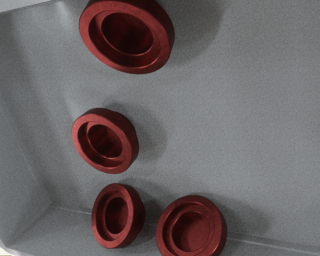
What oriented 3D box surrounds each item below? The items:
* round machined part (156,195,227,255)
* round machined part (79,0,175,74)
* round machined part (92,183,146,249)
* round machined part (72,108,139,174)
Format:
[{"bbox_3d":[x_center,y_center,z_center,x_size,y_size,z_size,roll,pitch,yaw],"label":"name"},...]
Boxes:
[{"bbox_3d":[0.047,0.148,0.434,0.098,0.098,0.042,-5,142,30],"label":"round machined part"},{"bbox_3d":[-0.032,-0.106,0.331,0.098,0.042,0.098,12,149,8],"label":"round machined part"},{"bbox_3d":[-0.062,0.139,0.492,0.098,0.098,0.042,-16,155,38],"label":"round machined part"},{"bbox_3d":[-0.073,0.014,0.443,0.098,0.042,0.097,13,124,20],"label":"round machined part"}]
